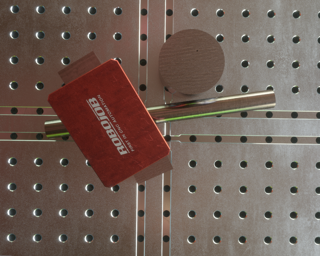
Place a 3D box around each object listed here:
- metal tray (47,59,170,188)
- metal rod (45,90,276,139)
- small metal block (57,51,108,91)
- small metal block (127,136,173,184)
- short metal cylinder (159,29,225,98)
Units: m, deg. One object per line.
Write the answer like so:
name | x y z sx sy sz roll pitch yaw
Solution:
metal tray | -0.058 -0.005 0.371 0.090 0.030 0.130 -31 102 0
metal rod | 0.001 -0.019 0.413 0.302 0.025 0.025 -8 90 -1
small metal block | -0.096 -0.070 0.399 0.050 0.050 0.025 -32 90 0
small metal block | -0.016 0.040 0.412 0.050 0.025 0.050 -23 90 -1
short metal cylinder | 0.038 -0.081 0.401 0.081 0.050 0.079 0 90 -1
